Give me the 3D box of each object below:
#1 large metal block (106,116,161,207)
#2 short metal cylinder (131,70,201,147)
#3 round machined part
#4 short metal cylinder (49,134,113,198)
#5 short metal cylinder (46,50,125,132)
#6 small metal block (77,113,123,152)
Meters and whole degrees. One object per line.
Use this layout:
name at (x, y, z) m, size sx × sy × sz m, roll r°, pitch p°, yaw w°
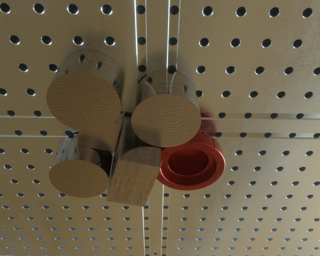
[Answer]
large metal block at (-0.034, 0.044, 0.408) m, size 0.050 × 0.080 × 0.079 m, roll 12°, pitch 129°, yaw -10°
short metal cylinder at (0.007, -0.022, 0.376) m, size 0.081 × 0.050 × 0.079 m, roll 0°, pitch 130°, yaw 0°
round machined part at (0.039, 0.041, 0.435) m, size 0.099 × 0.042 × 0.097 m, roll 0°, pitch 130°, yaw 0°
short metal cylinder at (-0.110, 0.054, 0.440) m, size 0.081 × 0.050 × 0.079 m, roll 0°, pitch 130°, yaw 0°
short metal cylinder at (-0.083, -0.042, 0.358) m, size 0.081 × 0.050 × 0.079 m, roll 0°, pitch 130°, yaw 0°
small metal block at (-0.080, 0.002, 0.412) m, size 0.050 × 0.025 × 0.050 m, roll 11°, pitch 129°, yaw -10°
